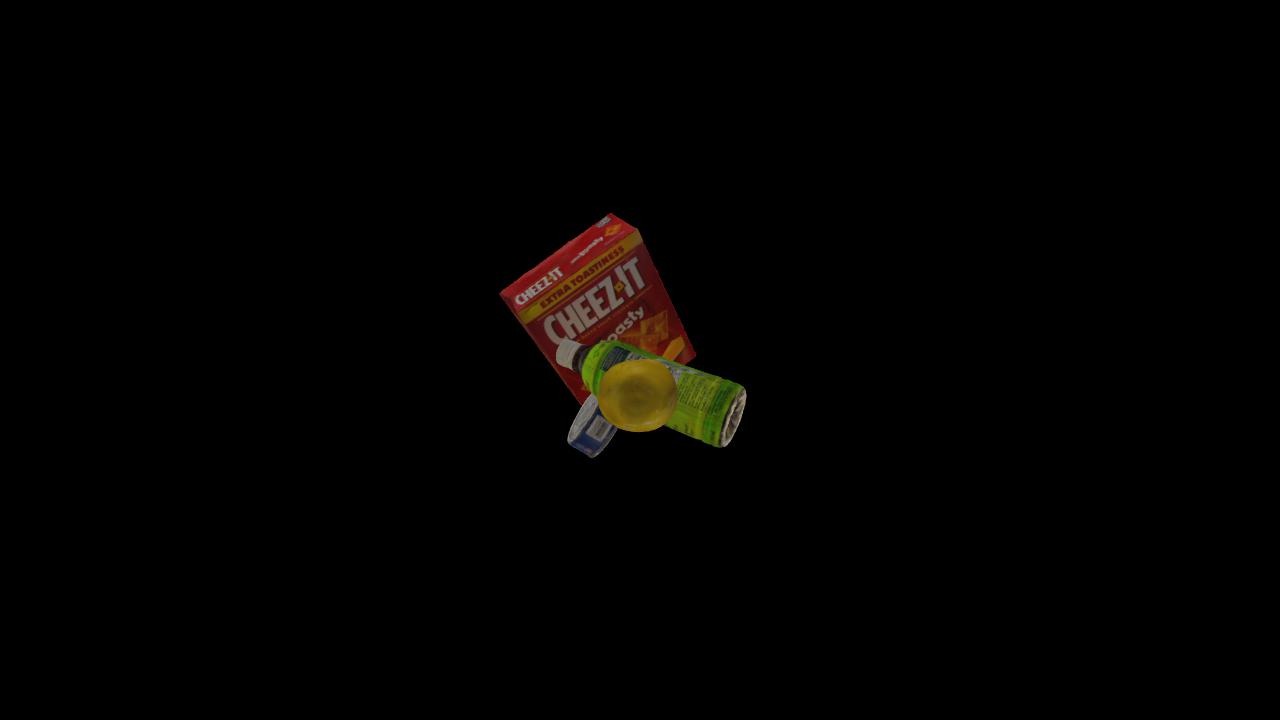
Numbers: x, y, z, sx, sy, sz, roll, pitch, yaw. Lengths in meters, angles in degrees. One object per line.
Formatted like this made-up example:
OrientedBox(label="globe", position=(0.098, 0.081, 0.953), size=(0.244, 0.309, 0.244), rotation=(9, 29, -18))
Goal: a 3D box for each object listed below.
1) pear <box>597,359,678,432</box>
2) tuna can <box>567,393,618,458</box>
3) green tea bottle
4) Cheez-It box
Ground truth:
OrientedBox(label="pear", position=(0.000, 0.031, 0.634), size=(0.080, 0.080, 0.111), rotation=(0, 11, 6))
OrientedBox(label="tuna can", position=(-0.049, 0.069, 0.710), size=(0.034, 0.084, 0.084), rotation=(32, -8, -13))
OrientedBox(label="green tea bottle", position=(0.005, 0.024, 0.657), size=(0.212, 0.073, 0.073), rotation=(23, 9, 21))
OrientedBox(label="Cheez-It box", position=(-0.041, -0.042, 0.756), size=(0.166, 0.223, 0.071), rotation=(-38, 42, -9))
